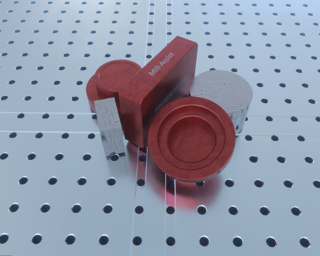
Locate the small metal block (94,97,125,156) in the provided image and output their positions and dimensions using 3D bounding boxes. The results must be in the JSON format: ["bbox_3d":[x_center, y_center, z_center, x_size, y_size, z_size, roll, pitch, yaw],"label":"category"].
[{"bbox_3d":[-0.063,-0.001,0.386,0.025,0.050,0.050,-12,51,-10],"label":"small metal block"}]

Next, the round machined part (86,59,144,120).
[{"bbox_3d":[-0.056,-0.061,0.441,0.099,0.042,0.098,0,50,0],"label":"round machined part"}]

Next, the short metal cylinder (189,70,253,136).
[{"bbox_3d":[0.078,-0.032,0.414,0.081,0.050,0.080,0,50,0],"label":"short metal cylinder"}]

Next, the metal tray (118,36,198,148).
[{"bbox_3d":[0.002,-0.047,0.400,0.030,0.089,0.130,26,55,20],"label":"metal tray"}]

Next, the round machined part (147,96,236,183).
[{"bbox_3d":[0.038,0.016,0.364,0.098,0.042,0.098,-3,71,10],"label":"round machined part"}]
